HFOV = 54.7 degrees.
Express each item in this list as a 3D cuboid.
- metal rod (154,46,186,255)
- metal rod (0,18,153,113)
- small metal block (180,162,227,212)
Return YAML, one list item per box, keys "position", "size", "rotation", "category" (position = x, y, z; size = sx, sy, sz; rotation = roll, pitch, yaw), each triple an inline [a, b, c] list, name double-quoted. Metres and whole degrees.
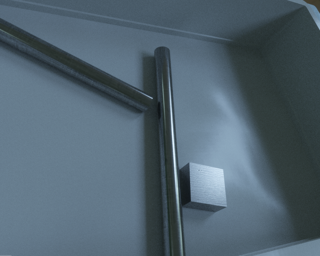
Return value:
- position: [0.009, 0.011, 0.405]
  size: [0.025, 0.025, 0.299]
  rotation: [11, 57, -23]
  category: "metal rod"
- position: [-0.147, -0.097, 0.385]
  size: [0.301, 0.025, 0.025]
  rotation: [26, 52, -12]
  category: "metal rod"
- position: [0.054, 0.075, 0.391]
  size: [0.050, 0.025, 0.050]
  rotation: [14, 56, -21]
  category: "small metal block"
